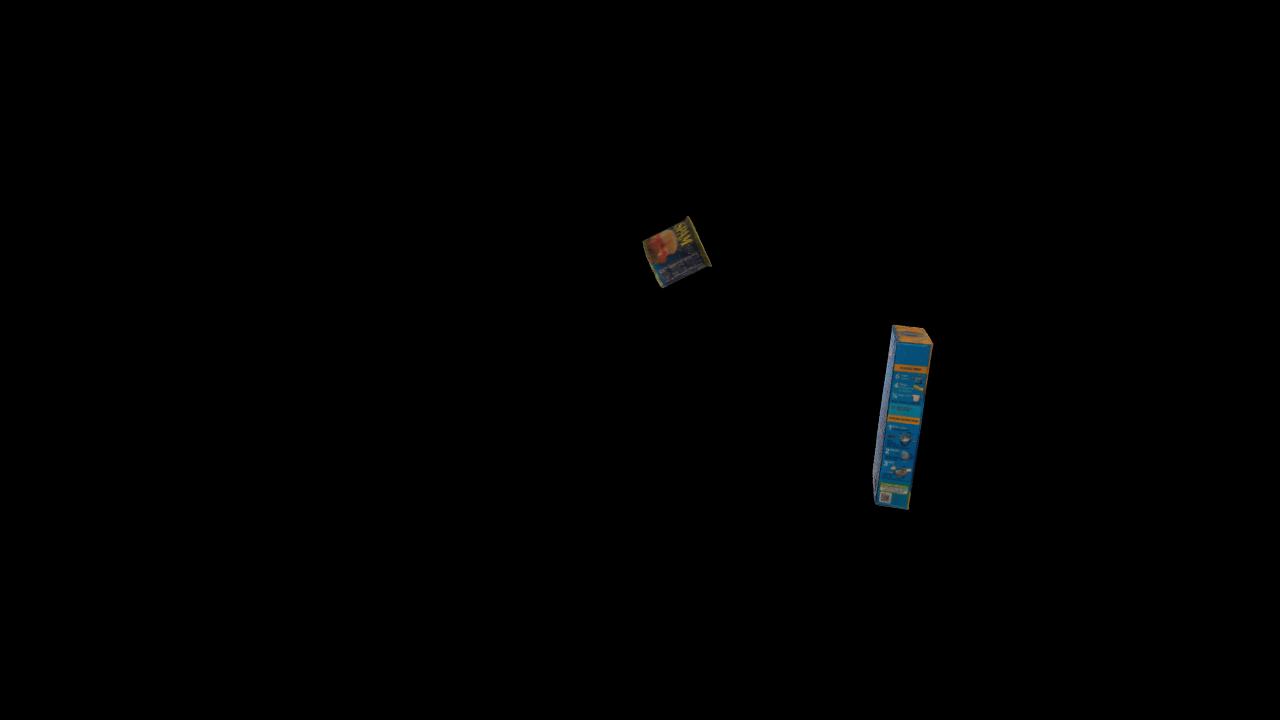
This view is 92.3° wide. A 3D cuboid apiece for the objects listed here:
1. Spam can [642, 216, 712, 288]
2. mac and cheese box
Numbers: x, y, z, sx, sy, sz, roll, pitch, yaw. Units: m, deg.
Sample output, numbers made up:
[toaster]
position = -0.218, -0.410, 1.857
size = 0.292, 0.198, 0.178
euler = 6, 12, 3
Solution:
[Spam can]
position = 0.056, -0.167, 0.960
size = 0.085, 0.058, 0.101
euler = -25, 37, 11
[mac and cheese box]
position = 0.289, 0.061, 0.683
size = 0.041, 0.184, 0.093
euler = 7, 16, 19
